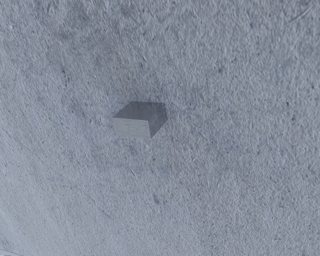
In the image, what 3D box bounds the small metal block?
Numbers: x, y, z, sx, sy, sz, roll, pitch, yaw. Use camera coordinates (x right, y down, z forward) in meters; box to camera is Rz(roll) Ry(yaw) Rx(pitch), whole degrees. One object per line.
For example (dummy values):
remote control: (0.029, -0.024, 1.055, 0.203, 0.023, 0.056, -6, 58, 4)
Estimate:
small metal block: (-0.025, -0.012, 0.396, 0.050, 0.050, 0.025, 5, 121, 25)
